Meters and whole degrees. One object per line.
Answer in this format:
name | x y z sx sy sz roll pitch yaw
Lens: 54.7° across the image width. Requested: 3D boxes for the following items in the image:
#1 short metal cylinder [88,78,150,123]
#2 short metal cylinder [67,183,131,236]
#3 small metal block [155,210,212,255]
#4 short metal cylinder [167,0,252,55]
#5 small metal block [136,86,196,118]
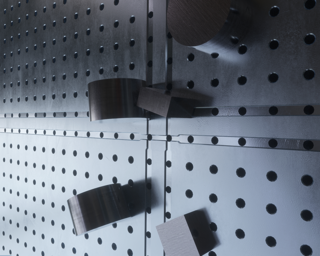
short metal cylinder | -0.056 -0.034 0.420 0.080 0.081 0.050 -6 86 40
short metal cylinder | -0.087 0.117 0.446 0.080 0.081 0.050 -31 71 35
small metal block | 0.028 0.137 0.386 0.050 0.025 0.050 -34 69 35
short metal cylinder | 0.055 -0.127 0.348 0.080 0.050 0.079 0 90 40
small metal block | 0.008 -0.032 0.387 0.050 0.050 0.025 23 105 37
